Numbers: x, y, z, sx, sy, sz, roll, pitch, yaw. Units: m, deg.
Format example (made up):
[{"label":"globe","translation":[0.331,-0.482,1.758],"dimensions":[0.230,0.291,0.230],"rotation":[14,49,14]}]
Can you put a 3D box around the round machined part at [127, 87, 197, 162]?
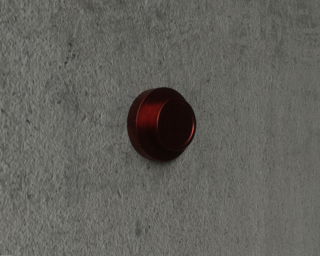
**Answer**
[{"label":"round machined part","translation":[0.009,-0.005,0.404],"dimensions":[0.099,0.042,0.097],"rotation":[0,90,-40]}]
